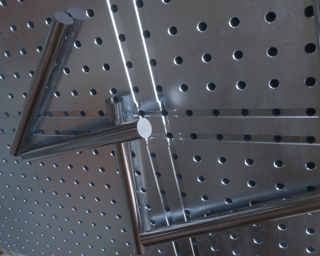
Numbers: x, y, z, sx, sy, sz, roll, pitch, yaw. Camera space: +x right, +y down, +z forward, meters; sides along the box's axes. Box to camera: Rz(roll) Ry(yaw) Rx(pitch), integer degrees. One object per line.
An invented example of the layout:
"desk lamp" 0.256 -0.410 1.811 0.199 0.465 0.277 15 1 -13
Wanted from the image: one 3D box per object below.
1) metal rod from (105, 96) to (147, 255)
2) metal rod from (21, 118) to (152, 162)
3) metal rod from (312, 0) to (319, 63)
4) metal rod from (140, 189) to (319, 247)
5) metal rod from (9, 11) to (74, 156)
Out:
"metal rod" -0.049 0.092 0.491 0.025 0.025 0.298 8 122 23
"metal rod" -0.131 0.025 0.471 0.300 0.025 0.025 -13 112 40
"metal rod" 0.179 -0.016 0.307 0.025 0.025 0.298 -6 116 30
"metal rod" 0.085 0.135 0.442 0.299 0.025 0.025 -26 104 35
"metal rod" -0.194 -0.048 0.480 0.025 0.025 0.298 40 129 1
